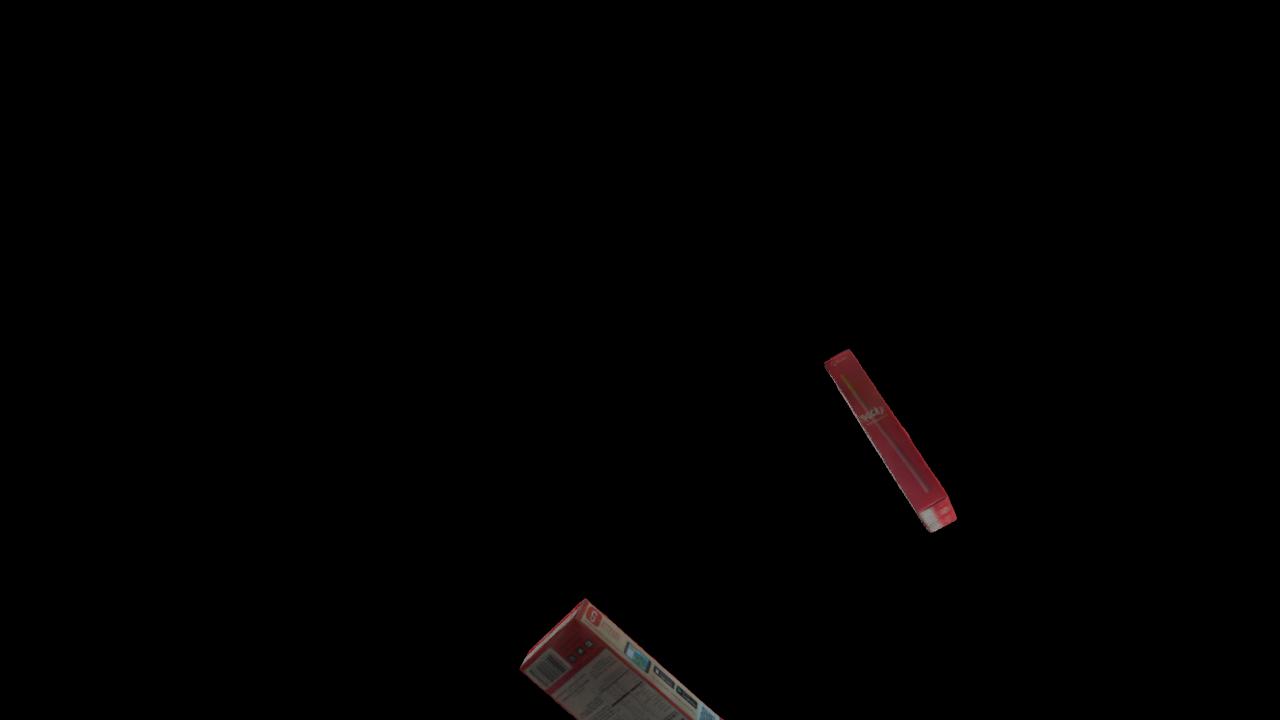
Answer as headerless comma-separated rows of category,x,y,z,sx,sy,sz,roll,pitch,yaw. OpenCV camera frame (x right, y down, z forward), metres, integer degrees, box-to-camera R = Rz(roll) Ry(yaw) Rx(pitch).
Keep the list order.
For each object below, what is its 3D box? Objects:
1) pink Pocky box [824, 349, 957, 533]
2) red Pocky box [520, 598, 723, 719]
pink Pocky box,0.219,0.069,0.541,0.029,0.155,0.084,-32,-37,14
red Pocky box,-0.015,0.272,0.500,0.155,0.083,0.028,42,21,-1
